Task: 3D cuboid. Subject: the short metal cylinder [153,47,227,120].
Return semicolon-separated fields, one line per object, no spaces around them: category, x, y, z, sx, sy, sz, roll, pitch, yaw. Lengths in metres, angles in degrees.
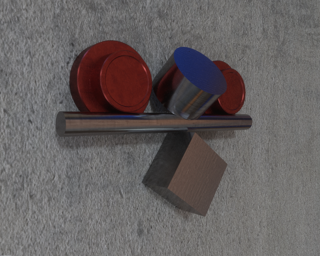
short metal cylinder;0.038;-0.057;0.397;0.080;0.050;0.080;22;43;-22

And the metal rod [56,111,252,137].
metal rod;0.020;-0.007;0.395;0.302;0.025;0.025;-1;91;-40

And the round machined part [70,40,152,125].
round machined part;-0.048;-0.051;0.354;0.099;0.042;0.097;0;90;-40

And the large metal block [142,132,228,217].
large metal block;0.036;0.060;0.417;0.080;0.050;0.080;43;64;-32

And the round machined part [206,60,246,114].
round machined part;0.094;-0.054;0.473;0.099;0.042;0.097;0;90;-40
